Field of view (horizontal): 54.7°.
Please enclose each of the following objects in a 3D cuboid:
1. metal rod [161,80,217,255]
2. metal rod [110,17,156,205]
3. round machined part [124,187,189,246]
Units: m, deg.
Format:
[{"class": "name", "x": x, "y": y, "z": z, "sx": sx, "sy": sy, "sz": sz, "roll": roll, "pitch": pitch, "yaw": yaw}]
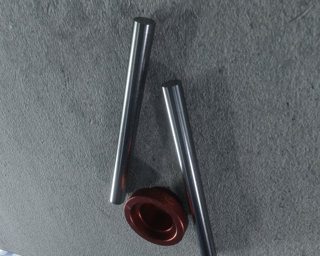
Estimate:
[{"class": "metal rod", "x": 0.046, "y": 0.078, "z": 0.429, "sx": 0.025, "sy": 0.025, "sz": 0.298, "roll": 0, "pitch": 119, "yaw": 28}, {"class": "metal rod", "x": -0.044, "y": 0.000, "z": 0.427, "sx": 0.025, "sy": 0.025, "sz": 0.298, "roll": 23, "pitch": 127, "yaw": 14}, {"class": "round machined part", "x": -0.002, "y": 0.130, "z": 0.476, "sx": 0.098, "sy": 0.042, "sz": 0.097, "roll": 13, "pitch": 124, "yaw": 20}]
